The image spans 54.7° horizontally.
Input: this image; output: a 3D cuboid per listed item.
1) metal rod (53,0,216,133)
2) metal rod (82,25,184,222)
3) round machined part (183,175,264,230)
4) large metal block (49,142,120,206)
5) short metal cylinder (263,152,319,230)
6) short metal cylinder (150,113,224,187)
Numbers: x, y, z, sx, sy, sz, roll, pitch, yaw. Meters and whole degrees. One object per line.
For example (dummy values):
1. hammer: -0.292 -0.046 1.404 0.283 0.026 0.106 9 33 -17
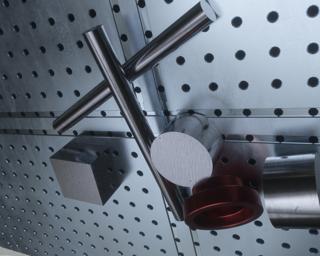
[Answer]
1. metal rod: -0.055 -0.061 0.402 0.299 0.025 0.025 -29 103 37
2. metal rod: -0.020 0.013 0.408 0.025 0.025 0.299 -6 122 31
3. round machined part: 0.078 0.095 0.398 0.099 0.042 0.098 -4 144 -3
4. large metal block: -0.121 0.073 0.504 0.080 0.050 0.079 5 121 26
5. short metal cylinder: 0.150 0.069 0.339 0.050 0.080 0.080 -10 113 32
6. short metal cylinder: 0.035 0.027 0.393 0.080 0.050 0.079 13 124 21
